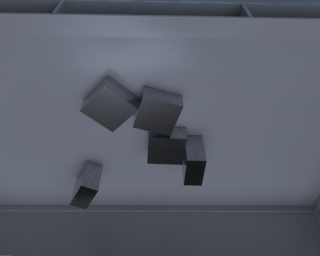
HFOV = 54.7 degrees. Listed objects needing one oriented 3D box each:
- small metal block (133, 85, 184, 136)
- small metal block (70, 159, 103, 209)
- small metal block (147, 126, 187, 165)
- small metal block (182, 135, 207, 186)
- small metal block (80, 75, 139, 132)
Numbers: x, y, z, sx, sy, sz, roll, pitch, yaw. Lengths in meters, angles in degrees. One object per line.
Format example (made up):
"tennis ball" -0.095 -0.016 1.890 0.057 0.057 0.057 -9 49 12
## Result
"small metal block" -0.003 -0.021 0.391 0.050 0.025 0.050 13 129 -12
"small metal block" -0.110 0.084 0.463 0.025 0.050 0.050 22 127 -18
"small metal block" 0.009 0.024 0.430 0.050 0.025 0.050 2 130 -3
"small metal block" 0.046 0.045 0.432 0.025 0.050 0.050 2 130 -2
"small metal block" -0.061 -0.029 0.383 0.050 0.025 0.050 36 121 -27
